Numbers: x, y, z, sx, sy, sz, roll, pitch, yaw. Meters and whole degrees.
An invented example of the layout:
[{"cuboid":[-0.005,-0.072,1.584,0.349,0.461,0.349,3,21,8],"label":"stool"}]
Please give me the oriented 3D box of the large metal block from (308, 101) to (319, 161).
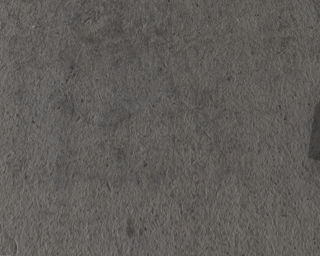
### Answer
[{"cuboid":[0.245,0.006,0.394,0.080,0.050,0.080,16,71,6],"label":"large metal block"}]
